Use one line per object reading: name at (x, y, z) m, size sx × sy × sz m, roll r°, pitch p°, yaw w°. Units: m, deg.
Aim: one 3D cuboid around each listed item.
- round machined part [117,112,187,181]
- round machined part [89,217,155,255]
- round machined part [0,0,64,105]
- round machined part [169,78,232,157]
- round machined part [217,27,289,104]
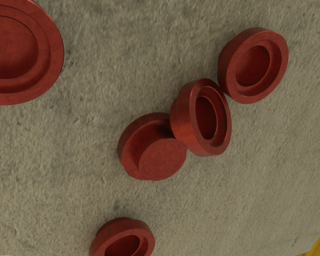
round machined part at (-0.004, 0.032, 0.415) m, size 0.099 × 0.042 × 0.097 m, roll -14°, pitch 125°, yaw -21°
round machined part at (-0.060, 0.176, 0.473) m, size 0.099 × 0.042 × 0.097 m, roll -14°, pitch 125°, yaw -21°
round machined part at (-0.140, -0.073, 0.275) m, size 0.099 × 0.042 × 0.097 m, roll -14°, pitch 125°, yaw -21°
round machined part at (0.049, -0.012, 0.396) m, size 0.099 × 0.042 × 0.098 m, roll 15°, pitch 71°, yaw -48°
round machined part at (0.117, -0.084, 0.410) m, size 0.099 × 0.042 × 0.097 m, roll -14°, pitch 125°, yaw -21°
